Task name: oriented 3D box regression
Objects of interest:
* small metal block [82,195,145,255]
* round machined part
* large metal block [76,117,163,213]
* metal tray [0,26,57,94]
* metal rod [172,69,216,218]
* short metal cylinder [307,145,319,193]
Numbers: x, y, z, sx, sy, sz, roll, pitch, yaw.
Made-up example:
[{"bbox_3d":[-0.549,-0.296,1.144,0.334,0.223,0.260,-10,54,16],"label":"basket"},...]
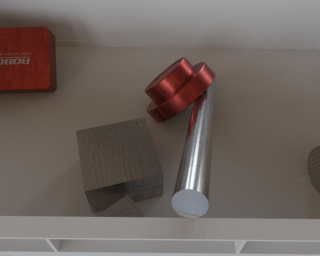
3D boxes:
[{"bbox_3d":[-0.043,0.100,0.304,0.050,0.050,0.025,-31,57,-24],"label":"small metal block"},{"bbox_3d":[0.019,-0.054,0.402,0.042,0.098,0.098,49,56,-13],"label":"round machined part"},{"bbox_3d":[-0.046,0.041,0.354,0.081,0.050,0.080,-12,51,-10],"label":"large metal block"},{"bbox_3d":[-0.221,-0.096,0.447,0.131,0.030,0.089,-2,88,-3],"label":"metal tray"},{"bbox_3d":[0.047,-0.014,0.342,0.025,0.025,0.301,9,27,7],"label":"metal rod"},{"bbox_3d":[0.210,0.046,0.334,0.050,0.080,0.080,-22,54,-18],"label":"short metal cylinder"}]
